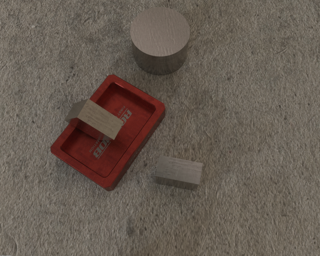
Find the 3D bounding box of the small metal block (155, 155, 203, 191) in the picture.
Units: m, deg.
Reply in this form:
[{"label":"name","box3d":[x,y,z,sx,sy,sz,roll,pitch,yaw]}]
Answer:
[{"label":"small metal block","box3d":[0.022,0.055,0.375,0.050,0.050,0.025,11,71,4]}]

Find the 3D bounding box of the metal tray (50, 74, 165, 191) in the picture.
[{"label":"metal tray","box3d":[-0.064,0.004,0.403,0.090,0.030,0.130,31,73,10]}]

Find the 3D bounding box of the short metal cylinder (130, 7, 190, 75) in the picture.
[{"label":"short metal cylinder","box3d":[0.000,-0.122,0.439,0.081,0.050,0.080,0,70,0]}]

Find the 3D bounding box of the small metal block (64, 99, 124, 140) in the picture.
[{"label":"small metal block","box3d":[-0.080,-0.008,0.373,0.050,0.050,0.025,35,70,-27]}]
